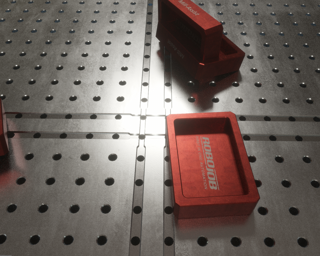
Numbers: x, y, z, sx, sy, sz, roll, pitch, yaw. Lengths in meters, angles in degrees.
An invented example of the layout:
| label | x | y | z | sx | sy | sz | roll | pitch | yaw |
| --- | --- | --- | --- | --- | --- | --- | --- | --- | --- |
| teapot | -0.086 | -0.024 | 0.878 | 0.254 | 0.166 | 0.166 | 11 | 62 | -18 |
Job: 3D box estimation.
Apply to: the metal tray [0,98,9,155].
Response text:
| label | x | y | z | sx | sy | sz | roll | pitch | yaw |
| --- | --- | --- | --- | --- | --- | --- | --- | --- | --- |
| metal tray | -0.259 | 0.006 | 0.373 | 0.131 | 0.030 | 0.090 | -11 | 41 | -22 |

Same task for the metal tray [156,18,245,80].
| label | x | y | z | sx | sy | sz | roll | pitch | yaw |
| --- | --- | --- | --- | --- | --- | --- | --- | --- | --- |
| metal tray | 0.063 | -0.137 | 0.508 | 0.091 | 0.030 | 0.130 | -18 | 54 | -26 |

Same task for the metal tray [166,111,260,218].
| label | x | y | z | sx | sy | sz | roll | pitch | yaw |
| --- | --- | --- | --- | --- | --- | --- | --- | --- | --- |
| metal tray | 0.056 | 0.039 | 0.372 | 0.091 | 0.030 | 0.130 | -2 | 50 | -3 |

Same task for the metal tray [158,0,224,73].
| label | x | y | z | sx | sy | sz | roll | pitch | yaw |
| --- | --- | --- | --- | --- | --- | --- | --- | --- | --- |
| metal tray | 0.043 | -0.149 | 0.490 | 0.030 | 0.090 | 0.130 | -26 | 55 | -18 |
